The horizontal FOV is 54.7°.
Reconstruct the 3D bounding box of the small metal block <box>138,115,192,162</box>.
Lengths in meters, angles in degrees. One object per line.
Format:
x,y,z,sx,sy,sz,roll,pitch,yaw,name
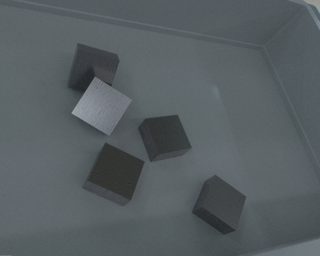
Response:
0.006,0.013,0.403,0.050,0.025,0.050,-8,66,-32,small metal block

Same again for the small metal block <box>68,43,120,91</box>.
-0.083,-0.072,0.386,0.050,0.050,0.025,12,27,-23,small metal block

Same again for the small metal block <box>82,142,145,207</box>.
-0.051,0.052,0.347,0.050,0.025,0.050,28,52,-11,small metal block

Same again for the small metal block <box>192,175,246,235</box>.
0.075,0.096,0.389,0.050,0.025,0.050,36,51,-5,small metal block

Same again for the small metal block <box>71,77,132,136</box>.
-0.068,-0.025,0.369,0.050,0.025,0.050,32,88,-8,small metal block
